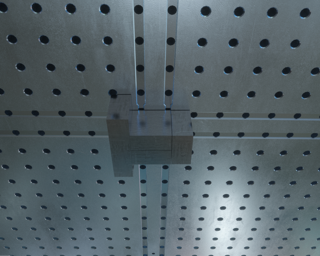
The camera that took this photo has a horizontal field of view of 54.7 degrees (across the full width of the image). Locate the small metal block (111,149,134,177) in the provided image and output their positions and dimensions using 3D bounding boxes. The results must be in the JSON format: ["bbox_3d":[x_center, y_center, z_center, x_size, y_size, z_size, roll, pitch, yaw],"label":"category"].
[{"bbox_3d":[-0.049,0.031,0.420,0.025,0.050,0.050,0,130,0],"label":"small metal block"}]

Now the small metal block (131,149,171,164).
[{"bbox_3d":[-0.011,0.022,0.413,0.050,0.050,0.025,0,130,-1],"label":"small metal block"}]

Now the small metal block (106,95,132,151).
[{"bbox_3d":[-0.049,-0.007,0.388,0.025,0.050,0.050,0,130,0],"label":"small metal block"}]

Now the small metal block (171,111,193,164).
[{"bbox_3d":[0.027,0.012,0.405,0.025,0.050,0.050,0,130,0],"label":"small metal block"}]

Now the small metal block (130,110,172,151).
[{"bbox_3d":[-0.011,0.002,0.396,0.050,0.050,0.025,0,130,-1],"label":"small metal block"}]
